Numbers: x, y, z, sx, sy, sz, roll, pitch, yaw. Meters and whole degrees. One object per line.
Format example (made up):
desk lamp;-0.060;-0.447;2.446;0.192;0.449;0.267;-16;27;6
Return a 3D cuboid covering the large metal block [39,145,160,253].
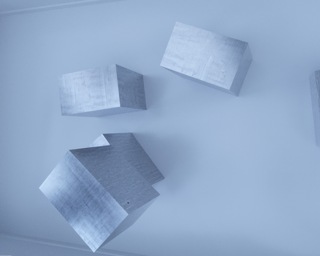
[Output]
large metal block;-0.057;0.065;0.315;0.080;0.080;0.050;44;104;14

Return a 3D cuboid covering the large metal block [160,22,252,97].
large metal block;0.057;-0.077;0.361;0.080;0.080;0.050;23;98;18

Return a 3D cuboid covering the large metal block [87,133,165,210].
large metal block;-0.049;0.053;0.397;0.050;0.080;0.080;-40;78;15

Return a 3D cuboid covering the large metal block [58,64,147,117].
large metal block;-0.072;-0.045;0.406;0.080;0.080;0.050;-7;88;19

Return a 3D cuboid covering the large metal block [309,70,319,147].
large metal block;0.207;-0.022;0.324;0.080;0.050;0.080;-6;88;19
